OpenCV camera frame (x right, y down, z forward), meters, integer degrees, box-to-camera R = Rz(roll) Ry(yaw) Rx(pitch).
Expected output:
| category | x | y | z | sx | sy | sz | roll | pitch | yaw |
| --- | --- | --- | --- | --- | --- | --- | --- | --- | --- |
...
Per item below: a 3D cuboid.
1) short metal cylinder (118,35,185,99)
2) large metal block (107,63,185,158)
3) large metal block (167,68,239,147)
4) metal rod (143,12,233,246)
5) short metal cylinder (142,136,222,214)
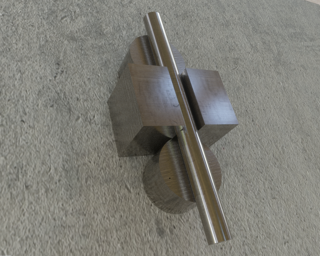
| category | x | y | z | sx | sy | sz | roll | pitch | yaw |
| --- | --- | --- | --- | --- | --- | --- | --- | --- | --- |
| short metal cylinder | -0.012 | -0.082 | 0.432 | 0.081 | 0.050 | 0.080 | 14 | 56 | -21 |
| large metal block | -0.021 | -0.019 | 0.370 | 0.050 | 0.080 | 0.080 | -1 | 62 | -29 |
| large metal block | 0.047 | -0.021 | 0.407 | 0.050 | 0.080 | 0.080 | -1 | 62 | -29 |
| metal rod | 0.024 | -0.019 | 0.365 | 0.025 | 0.025 | 0.299 | -1 | 62 | -29 |
| short metal cylinder | 0.025 | 0.057 | 0.369 | 0.081 | 0.050 | 0.080 | 14 | 56 | -21 |
